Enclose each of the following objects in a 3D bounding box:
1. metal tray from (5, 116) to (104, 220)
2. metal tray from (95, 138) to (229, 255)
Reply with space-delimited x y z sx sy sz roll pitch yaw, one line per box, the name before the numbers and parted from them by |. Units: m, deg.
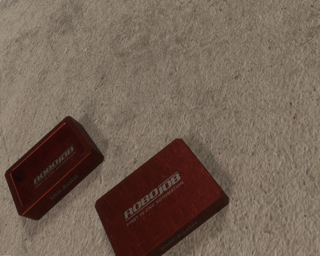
metal tray | -0.154 0.055 0.445 0.130 0.030 0.090 -43 51 -2
metal tray | -0.001 0.084 0.349 0.130 0.030 0.090 -38 51 2
